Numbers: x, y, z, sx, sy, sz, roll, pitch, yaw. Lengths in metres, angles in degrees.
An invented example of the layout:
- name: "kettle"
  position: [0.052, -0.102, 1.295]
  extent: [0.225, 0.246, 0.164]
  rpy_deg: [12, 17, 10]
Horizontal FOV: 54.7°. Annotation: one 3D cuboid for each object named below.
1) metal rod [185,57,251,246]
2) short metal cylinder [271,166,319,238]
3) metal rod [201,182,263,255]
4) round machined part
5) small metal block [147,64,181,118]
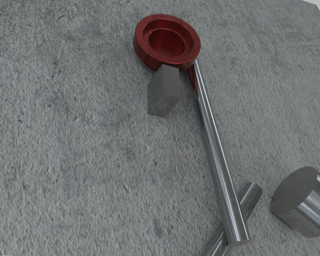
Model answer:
- name: "metal rod"
  position: [0.067, 0.003, 0.422]
  extent: [0.025, 0.025, 0.299]
  rpy_deg: [8, 53, -25]
- name: "short metal cylinder"
  position: [0.198, 0.099, 0.418]
  extent: [0.050, 0.080, 0.080]
  rpy_deg: [40, 51, -2]
- name: "metal rod"
  position: [0.042, 0.163, 0.328]
  extent: [0.025, 0.025, 0.302]
  rpy_deg: [45, 51, 3]
- name: "round machined part"
  position: [0.008, -0.121, 0.465]
  extent: [0.099, 0.042, 0.098]
  rpy_deg: [7, 59, -12]
- name: "small metal block"
  position: [0.004, -0.050, 0.422]
  extent: [0.025, 0.050, 0.050]
  rpy_deg: [12, 57, -22]
